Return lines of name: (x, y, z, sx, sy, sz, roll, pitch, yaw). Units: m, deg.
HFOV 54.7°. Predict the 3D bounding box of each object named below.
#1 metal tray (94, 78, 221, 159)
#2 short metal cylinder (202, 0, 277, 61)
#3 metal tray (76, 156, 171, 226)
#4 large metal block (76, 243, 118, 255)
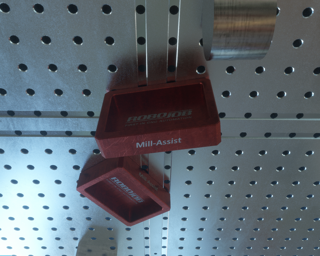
metal tray: (-0.002, -0.014, 0.357, 0.131, 0.090, 0.030, -7, 130, 6)
short metal cylinder: (0.069, -0.104, 0.288, 0.050, 0.080, 0.079, -1, 130, 1)
metal tray: (-0.055, 0.103, 0.494, 0.090, 0.030, 0.130, -28, 125, 22)
large metal block: (-0.138, 0.286, 0.638, 0.081, 0.050, 0.079, 14, 129, -12)
